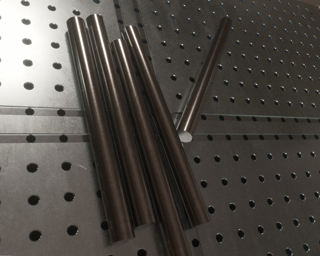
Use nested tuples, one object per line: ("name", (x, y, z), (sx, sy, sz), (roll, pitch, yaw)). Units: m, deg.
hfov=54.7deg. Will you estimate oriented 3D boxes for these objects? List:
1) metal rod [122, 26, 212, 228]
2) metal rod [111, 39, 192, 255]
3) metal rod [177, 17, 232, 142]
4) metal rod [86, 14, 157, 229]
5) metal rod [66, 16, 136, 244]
("metal rod", (0.001, -0.017, 0.420), (0.025, 0.025, 0.299), (-6, 65, -31))
("metal rod", (-0.019, 0.011, 0.392), (0.025, 0.025, 0.299), (-4, 64, -30))
("metal rod", (0.080, -0.097, 0.512), (0.025, 0.025, 0.301), (31, 51, -9))
("metal rod", (-0.055, -0.026, 0.395), (0.025, 0.025, 0.299), (-3, 63, -30))
("metal rod", (-0.078, -0.016, 0.376), (0.025, 0.025, 0.299), (-3, 63, -30))
